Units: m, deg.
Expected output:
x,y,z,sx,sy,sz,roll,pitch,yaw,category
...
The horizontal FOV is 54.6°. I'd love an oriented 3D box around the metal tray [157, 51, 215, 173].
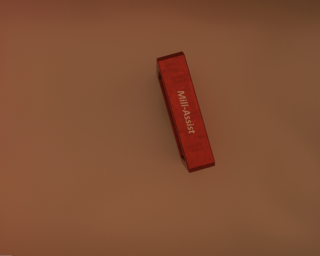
x,y,z,sx,sy,sz,roll,pitch,yaw,category
0.028,-0.017,0.376,0.030,0.090,0.129,-16,90,-1,metal tray
